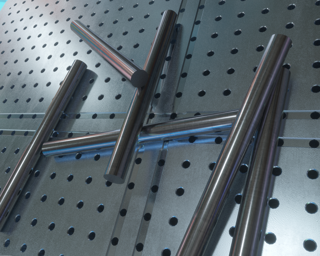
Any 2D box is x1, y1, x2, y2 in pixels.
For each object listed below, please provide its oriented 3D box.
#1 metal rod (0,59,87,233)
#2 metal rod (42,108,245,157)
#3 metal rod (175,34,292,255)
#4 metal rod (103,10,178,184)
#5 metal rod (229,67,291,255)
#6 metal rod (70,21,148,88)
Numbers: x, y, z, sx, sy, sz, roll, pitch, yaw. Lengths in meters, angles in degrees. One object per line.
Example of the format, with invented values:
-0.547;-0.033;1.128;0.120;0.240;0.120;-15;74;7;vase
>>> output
-0.192;0.016;0.500;0.025;0.025;0.300;8;65;31;metal rod
-0.037;0.011;0.422;0.300;0.025;0.025;-9;58;23;metal rod
0.076;0.031;0.330;0.025;0.025;0.300;18;77;35;metal rod
-0.018;-0.063;0.435;0.025;0.025;0.300;-3;53;27;metal rod
0.098;0.065;0.317;0.025;0.025;0.300;6;64;31;metal rod
-0.097;-0.134;0.513;0.025;0.025;0.300;-43;42;-2;metal rod
